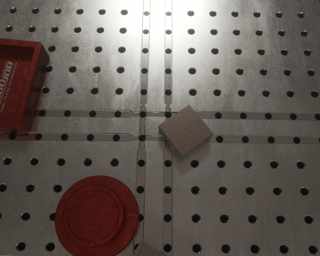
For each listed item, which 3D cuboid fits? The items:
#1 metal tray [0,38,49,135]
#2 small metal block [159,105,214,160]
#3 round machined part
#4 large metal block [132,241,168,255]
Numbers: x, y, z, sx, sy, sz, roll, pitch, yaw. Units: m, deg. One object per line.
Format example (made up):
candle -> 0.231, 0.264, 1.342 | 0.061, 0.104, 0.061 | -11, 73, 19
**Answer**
metal tray -> -0.216, -0.060, 0.428 | 0.091, 0.030, 0.130 | 6, 70, 1
small metal block -> 0.033, 0.006, 0.410 | 0.050, 0.025, 0.050 | -35, 74, -12
round machined part -> -0.074, 0.104, 0.364 | 0.099, 0.042, 0.098 | 0, 70, -1
large metal block -> -0.006, 0.179, 0.333 | 0.080, 0.050, 0.080 | 29, 72, 9
